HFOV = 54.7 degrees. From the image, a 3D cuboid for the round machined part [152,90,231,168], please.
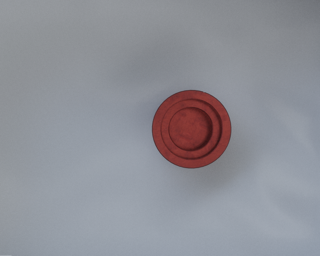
[{"bbox_3d":[0.039,0.001,0.403,0.099,0.042,0.097,0,90,-1],"label":"round machined part"}]
